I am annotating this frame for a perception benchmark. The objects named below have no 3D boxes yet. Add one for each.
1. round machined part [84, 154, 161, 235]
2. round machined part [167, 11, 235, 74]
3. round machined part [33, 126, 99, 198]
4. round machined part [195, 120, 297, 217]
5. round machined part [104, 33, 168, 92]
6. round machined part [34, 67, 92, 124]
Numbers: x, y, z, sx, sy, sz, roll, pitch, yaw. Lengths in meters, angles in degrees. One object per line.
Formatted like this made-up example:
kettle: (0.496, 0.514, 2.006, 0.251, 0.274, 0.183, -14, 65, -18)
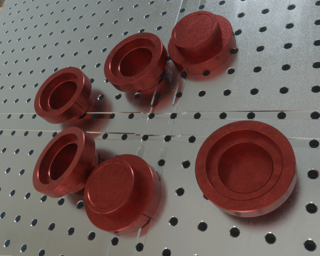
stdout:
round machined part: (-0.052, 0.076, 0.379, 0.098, 0.042, 0.098, -13, 56, 21)
round machined part: (0.055, -0.129, 0.448, 0.098, 0.042, 0.098, -13, 56, 21)
round machined part: (-0.124, 0.050, 0.424, 0.098, 0.042, 0.098, -24, 45, 27)
round machined part: (0.090, 0.044, 0.324, 0.098, 0.042, 0.098, -13, 56, 21)
round machined part: (-0.033, -0.094, 0.474, 0.098, 0.042, 0.098, -13, 56, 21)
round machined part: (-0.153, -0.049, 0.509, 0.098, 0.042, 0.098, -13, 56, 21)
